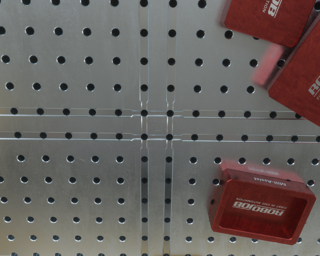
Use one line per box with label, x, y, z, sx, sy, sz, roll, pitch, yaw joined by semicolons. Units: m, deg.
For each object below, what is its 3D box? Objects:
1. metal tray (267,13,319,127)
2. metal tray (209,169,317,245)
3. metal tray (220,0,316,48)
metal tray;0.200;-0.072;0.360;0.090;0.030;0.129;32;112;4
metal tray;0.147;0.117;0.454;0.131;0.030;0.089;11;110;-5
metal tray;0.133;-0.167;0.350;0.090;0.030;0.129;15;109;-6
